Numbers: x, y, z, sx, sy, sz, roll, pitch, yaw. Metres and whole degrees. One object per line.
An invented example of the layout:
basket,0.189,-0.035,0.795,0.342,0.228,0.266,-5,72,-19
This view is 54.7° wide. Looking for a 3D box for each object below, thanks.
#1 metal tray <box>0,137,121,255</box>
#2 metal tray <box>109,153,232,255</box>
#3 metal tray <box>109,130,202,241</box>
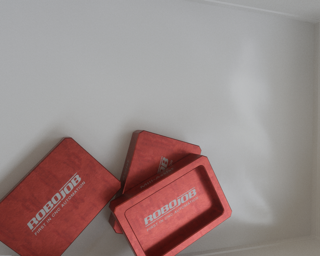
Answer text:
metal tray,-0.122,0.085,0.364,0.090,0.030,0.130,46,76,-15
metal tray,0.016,0.100,0.382,0.131,0.030,0.090,-28,100,-18
metal tray,-0.005,0.075,0.407,0.091,0.030,0.129,17,84,-20
